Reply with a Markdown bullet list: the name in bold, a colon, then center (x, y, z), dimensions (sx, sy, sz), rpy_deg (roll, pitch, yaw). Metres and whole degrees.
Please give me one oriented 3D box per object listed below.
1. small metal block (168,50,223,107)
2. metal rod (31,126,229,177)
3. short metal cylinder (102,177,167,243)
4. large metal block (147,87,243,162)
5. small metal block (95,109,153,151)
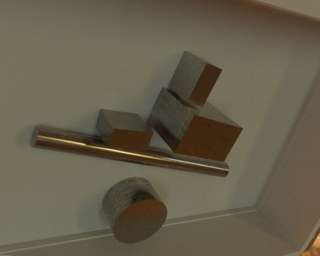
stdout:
- **small metal block**: center (0.042, -0.061, 0.379), dimensions (0.025, 0.050, 0.050), rpy_deg (14, 111, -34)
- **metal rod**: center (-0.016, 0.039, 0.425), dimensions (0.302, 0.025, 0.025), rpy_deg (14, 111, -34)
- **short metal cylinder**: center (-0.037, 0.118, 0.447), dimensions (0.081, 0.050, 0.079), rpy_deg (-14, 125, -21)
- **large metal block**: center (0.042, -0.005, 0.395), dimensions (0.081, 0.080, 0.050), rpy_deg (13, 112, -34)
- **small metal block**: center (-0.044, 0.002, 0.371), dimensions (0.050, 0.050, 0.025), rpy_deg (7, 115, -32)
